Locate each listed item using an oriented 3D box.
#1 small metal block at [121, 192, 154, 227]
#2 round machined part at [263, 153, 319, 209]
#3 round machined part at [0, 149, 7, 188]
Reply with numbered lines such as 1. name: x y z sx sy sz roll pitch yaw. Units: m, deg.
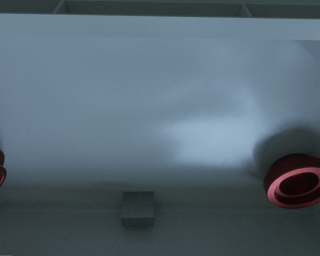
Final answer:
1. small metal block: -0.035 0.132 0.505 0.050 0.050 0.025 -1 130 0
2. round machined part: 0.205 0.076 0.466 0.099 0.042 0.097 -1 130 0
3. round machined part: -0.247 0.068 0.411 0.042 0.099 0.097 35 127 9
